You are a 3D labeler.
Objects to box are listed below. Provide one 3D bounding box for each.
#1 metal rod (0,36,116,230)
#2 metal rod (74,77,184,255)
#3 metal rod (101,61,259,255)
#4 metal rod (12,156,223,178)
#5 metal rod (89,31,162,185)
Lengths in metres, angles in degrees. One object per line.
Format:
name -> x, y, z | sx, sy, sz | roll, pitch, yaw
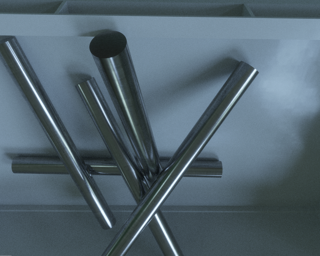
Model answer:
metal rod -> -0.123, 0.028, 0.406 | 0.025, 0.025, 0.299 | -13, 122, 11
metal rod -> -0.029, 0.076, 0.405 | 0.025, 0.025, 0.299 | -20, 107, 16
metal rod -> 0.018, 0.052, 0.376 | 0.025, 0.025, 0.299 | 31, 100, -24
metal rod -> -0.060, 0.058, 0.457 | 0.302, 0.025, 0.025 | 1, 130, -2
metal rod -> -0.017, 0.018, 0.333 | 0.025, 0.025, 0.299 | -5, 150, 4
